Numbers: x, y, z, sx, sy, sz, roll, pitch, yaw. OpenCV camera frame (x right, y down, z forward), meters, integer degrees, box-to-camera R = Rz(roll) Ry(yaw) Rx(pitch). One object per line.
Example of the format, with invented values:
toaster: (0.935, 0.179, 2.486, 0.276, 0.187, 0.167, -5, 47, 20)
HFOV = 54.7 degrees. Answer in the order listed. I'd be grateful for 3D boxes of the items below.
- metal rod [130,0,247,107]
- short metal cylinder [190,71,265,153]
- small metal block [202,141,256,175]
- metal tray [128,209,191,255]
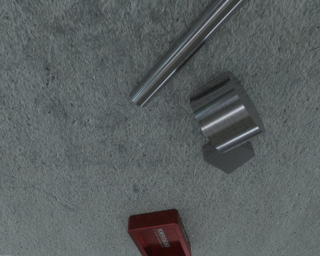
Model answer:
metal rod: (0.067, -0.124, 0.302, 0.025, 0.025, 0.299, 31, 123, -24)
short metal cylinder: (0.078, -0.018, 0.357, 0.050, 0.080, 0.080, -31, 124, 23)
small metal block: (0.096, 0.033, 0.437, 0.050, 0.025, 0.050, 31, 123, -24)
metal tray: (0.003, 0.207, 0.580, 0.090, 0.030, 0.129, -12, 130, 9)
